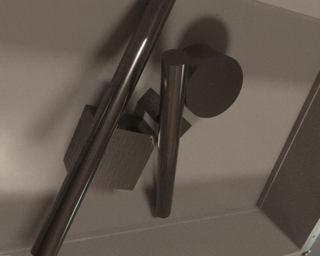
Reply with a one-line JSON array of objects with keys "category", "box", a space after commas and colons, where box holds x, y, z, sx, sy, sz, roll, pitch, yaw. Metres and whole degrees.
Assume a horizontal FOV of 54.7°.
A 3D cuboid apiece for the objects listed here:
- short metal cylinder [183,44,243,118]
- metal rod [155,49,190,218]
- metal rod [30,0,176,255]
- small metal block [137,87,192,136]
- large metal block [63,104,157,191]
[{"category": "short metal cylinder", "box": [0.055, -0.059, 0.388, 0.081, 0.050, 0.079, -14, 125, -21]}, {"category": "metal rod", "box": [0.009, 0.036, 0.385, 0.025, 0.025, 0.298, -19, 142, -18]}, {"category": "metal rod", "box": [-0.053, -0.012, 0.314, 0.025, 0.025, 0.299, 28, 84, -38]}, {"category": "small metal block", "box": [0.005, -0.018, 0.386, 0.025, 0.050, 0.050, -47, 130, 4]}, {"category": "large metal block", "box": [-0.060, 0.026, 0.377, 0.081, 0.050, 0.080, 14, 111, -34]}]
